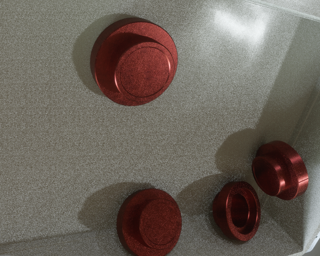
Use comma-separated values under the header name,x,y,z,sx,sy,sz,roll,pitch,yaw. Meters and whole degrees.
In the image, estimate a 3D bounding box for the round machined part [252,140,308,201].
name,x,y,z,sx,sy,sz,roll,pitch,yaw
round machined part,0.189,0.073,0.509,0.042,0.098,0.097,-18,126,-18

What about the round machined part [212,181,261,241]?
name,x,y,z,sx,sy,sz,roll,pitch,yaw
round machined part,0.128,0.141,0.534,0.099,0.042,0.098,10,74,-40

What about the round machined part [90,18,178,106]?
name,x,y,z,sx,sy,sz,roll,pitch,yaw
round machined part,-0.023,-0.068,0.343,0.099,0.042,0.097,-14,124,-21

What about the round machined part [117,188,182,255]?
name,x,y,z,sx,sy,sz,roll,pitch,yaw
round machined part,-0.008,0.136,0.443,0.099,0.042,0.098,9,72,-30
